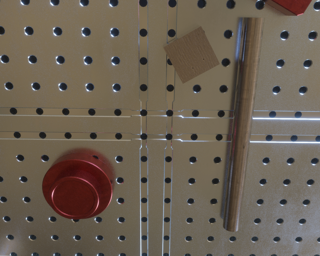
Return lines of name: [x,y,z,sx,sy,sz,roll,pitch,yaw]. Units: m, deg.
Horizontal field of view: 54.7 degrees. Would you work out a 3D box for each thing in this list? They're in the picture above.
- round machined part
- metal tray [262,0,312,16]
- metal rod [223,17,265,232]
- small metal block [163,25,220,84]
round machined part: [-0.117,0.089,0.436,0.099,0.042,0.097,0,110,0]
metal tray: [0.123,-0.195,0.340,0.131,0.030,0.089,26,108,-10]
metal rod: [0.109,0.009,0.417,0.025,0.025,0.298,0,110,0]
small metal block: [0.038,-0.090,0.380,0.050,0.025,0.050,-28,108,9]
